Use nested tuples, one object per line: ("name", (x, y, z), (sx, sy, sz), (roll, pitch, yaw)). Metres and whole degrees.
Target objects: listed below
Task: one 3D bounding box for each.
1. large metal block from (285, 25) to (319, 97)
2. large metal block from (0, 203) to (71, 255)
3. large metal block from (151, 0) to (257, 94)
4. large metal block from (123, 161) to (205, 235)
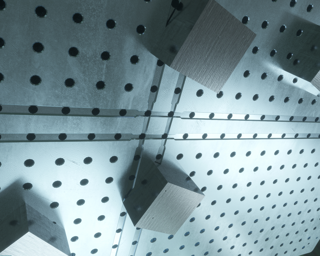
("large metal block", (0.253, -0.095, 0.473), (0.080, 0.050, 0.080), (25, 105, -37))
("large metal block", (-0.175, 0.156, 0.395), (0.080, 0.050, 0.080), (-37, 129, -4))
("large metal block", (0.050, -0.098, 0.361), (0.080, 0.050, 0.080), (21, 107, -36))
("large metal block", (0.006, 0.107, 0.463), (0.080, 0.050, 0.080), (27, 103, -37))
